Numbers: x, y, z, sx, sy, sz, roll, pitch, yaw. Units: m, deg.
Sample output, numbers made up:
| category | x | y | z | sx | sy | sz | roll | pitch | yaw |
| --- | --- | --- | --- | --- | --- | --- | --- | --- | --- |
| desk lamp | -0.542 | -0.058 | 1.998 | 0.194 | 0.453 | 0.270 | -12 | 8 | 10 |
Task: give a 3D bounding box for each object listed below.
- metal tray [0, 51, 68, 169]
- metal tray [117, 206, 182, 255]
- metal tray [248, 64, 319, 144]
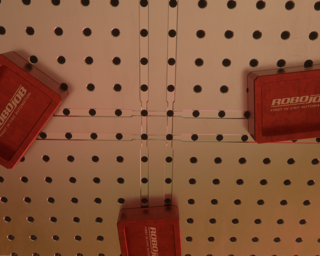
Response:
| category | x | y | z | sx | sy | sz | roll | pitch | yaw |
| --- | --- | --- | --- | --- | --- | --- | --- | --- | --- |
| metal tray | -0.194 | -0.020 | 0.401 | 0.090 | 0.030 | 0.130 | 37 | 106 | -13 |
| metal tray | -0.012 | 0.186 | 0.478 | 0.090 | 0.030 | 0.129 | -4 | 110 | 1 |
| metal tray | 0.183 | -0.032 | 0.399 | 0.131 | 0.030 | 0.089 | -6 | 110 | 2 |
